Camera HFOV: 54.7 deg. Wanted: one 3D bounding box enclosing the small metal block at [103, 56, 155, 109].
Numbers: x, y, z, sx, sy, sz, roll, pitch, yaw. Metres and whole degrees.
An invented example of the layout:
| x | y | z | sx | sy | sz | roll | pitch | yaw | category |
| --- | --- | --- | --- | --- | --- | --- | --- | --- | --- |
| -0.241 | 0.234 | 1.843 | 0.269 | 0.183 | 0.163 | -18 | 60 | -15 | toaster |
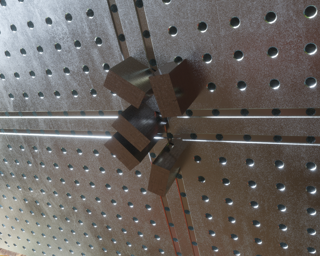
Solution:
| x | y | z | sx | sy | sz | roll | pitch | yaw | category |
| --- | --- | --- | --- | --- | --- | --- | --- | --- | --- |
| -0.031 | -0.056 | 0.375 | 0.050 | 0.050 | 0.025 | 33 | 129 | 6 | small metal block |

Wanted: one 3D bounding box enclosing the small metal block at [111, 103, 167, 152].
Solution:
| x | y | z | sx | sy | sz | roll | pitch | yaw | category |
| --- | --- | --- | --- | --- | --- | --- | --- | --- | --- |
| -0.026 | -0.005 | 0.404 | 0.050 | 0.050 | 0.025 | 42 | 129 | -1 | small metal block |

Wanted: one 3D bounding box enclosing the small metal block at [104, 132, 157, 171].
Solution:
| x | y | z | sx | sy | sz | roll | pitch | yaw | category |
| --- | --- | --- | --- | --- | --- | --- | --- | --- | --- |
| -0.040 | 0.022 | 0.428 | 0.050 | 0.050 | 0.025 | 45 | 129 | -4 | small metal block |

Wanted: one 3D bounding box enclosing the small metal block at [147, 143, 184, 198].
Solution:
| x | y | z | sx | sy | sz | roll | pitch | yaw | category |
| --- | --- | --- | --- | --- | --- | --- | --- | --- | --- |
| 0.008 | 0.058 | 0.425 | 0.025 | 0.050 | 0.050 | 21 | 126 | 15 | small metal block |

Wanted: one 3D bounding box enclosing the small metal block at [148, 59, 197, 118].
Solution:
| x | y | z | sx | sy | sz | roll | pitch | yaw | category |
| --- | --- | --- | --- | --- | --- | --- | --- | --- | --- |
| 0.016 | -0.046 | 0.357 | 0.025 | 0.050 | 0.050 | -5 | 116 | 30 | small metal block |
